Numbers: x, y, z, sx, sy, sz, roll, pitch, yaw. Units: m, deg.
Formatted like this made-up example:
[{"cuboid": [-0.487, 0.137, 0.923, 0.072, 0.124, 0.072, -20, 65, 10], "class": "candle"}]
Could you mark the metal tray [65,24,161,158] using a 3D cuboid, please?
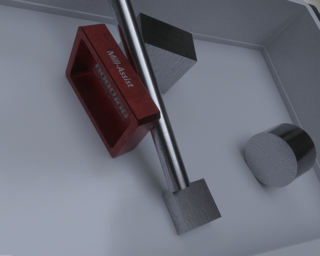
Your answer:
[{"cuboid": [-0.060, -0.041, 0.357, 0.030, 0.090, 0.130, -22, 74, -35], "class": "metal tray"}]

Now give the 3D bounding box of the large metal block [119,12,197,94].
[{"cuboid": [-0.009, -0.097, 0.421, 0.081, 0.080, 0.050, 12, 57, -30], "class": "large metal block"}]

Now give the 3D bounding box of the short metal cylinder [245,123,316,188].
[{"cuboid": [0.170, 0.038, 0.442, 0.050, 0.080, 0.080, -19, 72, -36], "class": "short metal cylinder"}]

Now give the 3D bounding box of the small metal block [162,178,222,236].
[{"cuboid": [0.038, 0.093, 0.371, 0.050, 0.025, 0.050, -11, 68, -33], "class": "small metal block"}]

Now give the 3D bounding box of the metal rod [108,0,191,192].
[{"cuboid": [-0.023, -0.074, 0.352, 0.025, 0.025, 0.298, -17, 88, -35], "class": "metal rod"}]
